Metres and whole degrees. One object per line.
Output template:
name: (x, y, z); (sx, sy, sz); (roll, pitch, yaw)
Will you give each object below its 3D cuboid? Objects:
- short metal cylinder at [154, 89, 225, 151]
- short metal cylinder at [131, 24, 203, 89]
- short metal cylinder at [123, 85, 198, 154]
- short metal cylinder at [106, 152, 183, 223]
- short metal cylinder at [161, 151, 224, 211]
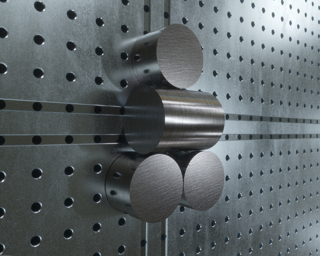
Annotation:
short metal cylinder: (0.037, -0.010, 0.407); (0.050, 0.080, 0.079); (1, 90, -40)
short metal cylinder: (0.010, -0.089, 0.403); (0.081, 0.050, 0.079); (0, 90, -40)
short metal cylinder: (-0.001, -0.010, 0.375); (0.050, 0.080, 0.079); (1, 90, -40)
short metal cylinder: (-0.018, 0.070, 0.378); (0.081, 0.050, 0.079); (0, 90, -40)
short metal cylinder: (0.044, 0.070, 0.430); (0.081, 0.050, 0.079); (0, 90, -40)
